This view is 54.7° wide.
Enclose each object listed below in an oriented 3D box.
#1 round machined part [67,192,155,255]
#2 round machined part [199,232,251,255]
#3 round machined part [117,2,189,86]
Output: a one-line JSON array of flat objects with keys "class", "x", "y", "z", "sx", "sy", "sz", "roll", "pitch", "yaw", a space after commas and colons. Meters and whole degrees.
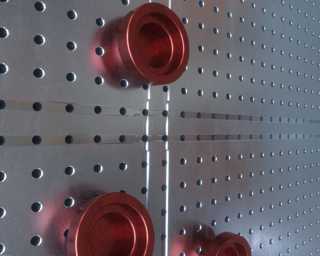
[{"class": "round machined part", "x": -0.057, "y": 0.123, "z": 0.342, "sx": 0.099, "sy": 0.042, "sz": 0.098, "roll": 16, "pitch": 64, "yaw": -38}, {"class": "round machined part", "x": 0.097, "y": 0.211, "z": 0.483, "sx": 0.099, "sy": 0.042, "sz": 0.097, "roll": 0, "pitch": 90, "yaw": -40}, {"class": "round machined part", "x": -0.012, "y": -0.102, "z": 0.389, "sx": 0.099, "sy": 0.042, "sz": 0.097, "roll": 0, "pitch": 90, "yaw": -40}]
